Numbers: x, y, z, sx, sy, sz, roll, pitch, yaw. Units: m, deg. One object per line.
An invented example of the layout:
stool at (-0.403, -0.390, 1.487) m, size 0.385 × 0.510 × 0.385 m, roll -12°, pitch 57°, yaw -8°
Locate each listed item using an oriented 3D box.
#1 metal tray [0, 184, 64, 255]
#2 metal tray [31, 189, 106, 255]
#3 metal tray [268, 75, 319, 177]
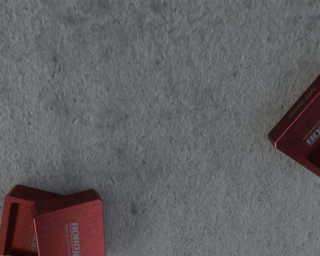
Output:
metal tray at (-0.186, 0.155, 0.461) m, size 0.091 × 0.030 × 0.129 m, roll 15°, pitch 109°, yaw -6°
metal tray at (-0.128, 0.159, 0.443) m, size 0.091 × 0.030 × 0.129 m, roll -9°, pitch 113°, yaw -27°
metal tray at (0.220, -0.009, 0.406) m, size 0.090 × 0.030 × 0.129 m, roll 32°, pitch 107°, yaw -12°
